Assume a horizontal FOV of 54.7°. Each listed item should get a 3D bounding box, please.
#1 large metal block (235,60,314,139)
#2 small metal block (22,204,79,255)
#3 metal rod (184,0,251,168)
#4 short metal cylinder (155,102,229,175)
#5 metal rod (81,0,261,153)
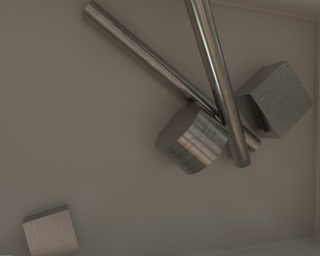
[{"bbox_3d":[0.166,-0.041,0.460,0.080,0.050,0.080,-41,104,-16],"label":"large metal block"},{"bbox_3d":[-0.128,0.124,0.364,0.050,0.025,0.050,-14,95,-20],"label":"small metal block"},{"bbox_3d":[0.069,-0.065,0.373,0.025,0.025,0.299,-35,124,-17],"label":"metal rod"},{"bbox_3d":[0.040,0.012,0.397,0.050,0.080,0.080,41,77,-16],"label":"short metal cylinder"},{"bbox_3d":[0.026,-0.060,0.421,0.301,0.025,0.025,37,78,-17],"label":"metal rod"}]
